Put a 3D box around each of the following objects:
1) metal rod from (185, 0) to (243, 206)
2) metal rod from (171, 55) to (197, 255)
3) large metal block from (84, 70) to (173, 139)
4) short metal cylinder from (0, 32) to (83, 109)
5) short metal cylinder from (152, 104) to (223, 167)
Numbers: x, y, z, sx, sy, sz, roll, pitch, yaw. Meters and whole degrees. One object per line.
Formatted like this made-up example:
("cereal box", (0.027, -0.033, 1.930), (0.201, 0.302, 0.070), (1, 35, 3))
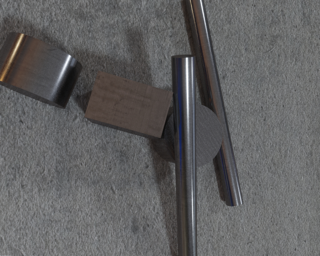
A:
("metal rod", (0.077, -0.037, 0.437), (0.025, 0.025, 0.298), (-14, 95, -20))
("metal rod", (0.032, 0.065, 0.373), (0.025, 0.025, 0.298), (-11, 112, -20))
("large metal block", (-0.036, -0.022, 0.358), (0.080, 0.080, 0.050), (16, 85, -6))
("short metal cylinder", (-0.131, -0.059, 0.331), (0.080, 0.080, 0.050), (23, 83, -19))
("short metal cylinder", (0.034, 0.009, 0.408), (0.081, 0.050, 0.079), (0, 90, -20))
